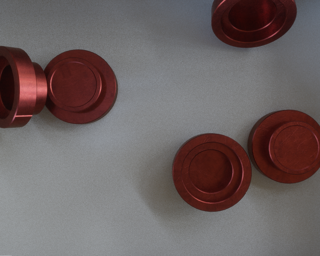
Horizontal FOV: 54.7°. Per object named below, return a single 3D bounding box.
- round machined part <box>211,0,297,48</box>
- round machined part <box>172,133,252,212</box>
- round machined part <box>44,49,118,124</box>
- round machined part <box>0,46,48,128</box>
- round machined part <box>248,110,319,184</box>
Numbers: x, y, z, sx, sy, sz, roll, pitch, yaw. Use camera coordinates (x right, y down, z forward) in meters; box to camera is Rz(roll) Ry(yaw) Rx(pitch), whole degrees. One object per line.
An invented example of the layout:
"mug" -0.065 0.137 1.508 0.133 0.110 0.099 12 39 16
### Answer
"round machined part" 0.113 -0.147 0.382 0.099 0.098 0.042 4 64 -1
"round machined part" 0.065 0.055 0.404 0.099 0.042 0.097 0 90 -1
"round machined part" -0.107 -0.054 0.401 0.099 0.042 0.097 0 90 -1
"round machined part" -0.176 -0.049 0.384 0.098 0.042 0.097 4 96 41
"round machined part" 0.170 0.025 0.405 0.099 0.042 0.097 0 90 -1
